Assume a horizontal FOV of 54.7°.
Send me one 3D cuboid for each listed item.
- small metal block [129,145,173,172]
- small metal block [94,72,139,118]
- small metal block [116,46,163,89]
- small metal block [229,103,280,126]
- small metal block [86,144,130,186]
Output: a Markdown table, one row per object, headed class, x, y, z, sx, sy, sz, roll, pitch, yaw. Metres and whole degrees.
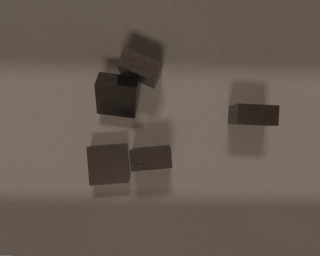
| class | x | y | z | sx | sy | sz | roll | pitch | yaw |
| --- | --- | --- | --- | --- | --- | --- | --- | --- | --- |
| small metal block | -0.011 | 0.038 | 0.399 | 0.050 | 0.050 | 0.025 | -5 | 90 | -1 |
| small metal block | -0.054 | -0.041 | 0.396 | 0.050 | 0.050 | 0.025 | 7 | 49 | -1 |
| small metal block | -0.025 | -0.076 | 0.398 | 0.050 | 0.050 | 0.025 | 24 | 87 | -1 |
| small metal block | 0.119 | -0.016 | 0.401 | 0.050 | 0.050 | 0.025 | 3 | 90 | -1 |
| small metal block | -0.068 | 0.047 | 0.411 | 0.050 | 0.025 | 0.050 | -4 | 90 | -1 |
